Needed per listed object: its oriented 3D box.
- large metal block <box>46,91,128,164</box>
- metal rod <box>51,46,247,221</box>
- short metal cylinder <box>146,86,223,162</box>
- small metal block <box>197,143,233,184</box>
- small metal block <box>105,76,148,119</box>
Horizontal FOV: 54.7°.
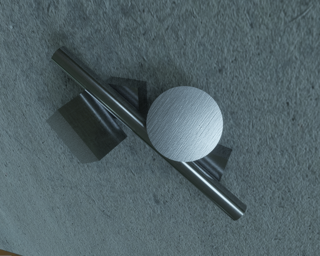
[{"bbox_3d":[-0.102,0.001,0.423,0.080,0.050,0.080,53,151,-11],"label":"large metal block"},{"bbox_3d":[-0.013,0.007,0.386,0.300,0.025,0.025,41,129,-1],"label":"metal rod"},{"bbox_3d":[0.025,-0.004,0.349,0.081,0.050,0.079,0,89,-2],"label":"short metal cylinder"},{"bbox_3d":[0.061,0.043,0.403,0.050,0.025,0.050,22,127,14],"label":"small metal block"},{"bbox_3d":[-0.044,-0.038,0.407,0.050,0.025,0.050,12,123,21],"label":"small metal block"}]
